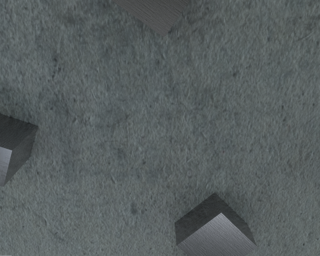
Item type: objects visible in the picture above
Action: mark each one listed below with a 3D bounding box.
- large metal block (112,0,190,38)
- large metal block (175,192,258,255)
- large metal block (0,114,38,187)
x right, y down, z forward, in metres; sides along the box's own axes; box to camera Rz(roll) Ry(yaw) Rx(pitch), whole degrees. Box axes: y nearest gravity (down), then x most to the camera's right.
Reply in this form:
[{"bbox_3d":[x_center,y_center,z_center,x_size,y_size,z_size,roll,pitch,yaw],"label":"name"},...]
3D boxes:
[{"bbox_3d":[-0.006,-0.158,0.338,0.080,0.050,0.080,33,107,-12],"label":"large metal block"},{"bbox_3d":[0.080,0.157,0.456,0.080,0.050,0.080,-41,106,13],"label":"large metal block"},{"bbox_3d":[-0.211,0.020,0.385,0.080,0.080,0.050,19,109,-8],"label":"large metal block"}]
